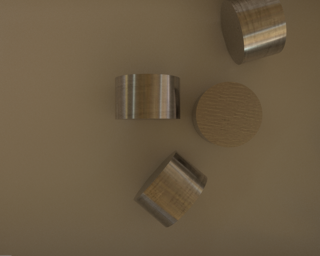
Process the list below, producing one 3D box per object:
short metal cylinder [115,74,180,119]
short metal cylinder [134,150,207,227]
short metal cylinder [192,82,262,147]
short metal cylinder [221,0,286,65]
[{"bbox_3d":[-0.015,-0.036,0.384,0.081,0.080,0.050,0,90,0],"label":"short metal cylinder"},{"bbox_3d":[0.013,0.074,0.384,0.050,0.080,0.080,41,90,0],"label":"short metal cylinder"},{"bbox_3d":[0.084,-0.016,0.399,0.081,0.050,0.080,0,90,0],"label":"short metal cylinder"},{"bbox_3d":[0.113,-0.124,0.385,0.050,0.080,0.080,-17,90,0],"label":"short metal cylinder"}]
